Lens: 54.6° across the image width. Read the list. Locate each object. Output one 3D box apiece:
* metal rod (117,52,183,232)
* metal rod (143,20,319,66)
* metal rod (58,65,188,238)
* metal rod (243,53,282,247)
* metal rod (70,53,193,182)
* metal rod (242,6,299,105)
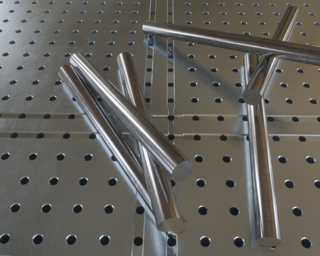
[{"bbox_3d":[-0.024,-0.010,0.396,0.025,0.025,0.300,-10,45,-8],"label":"metal rod"},{"bbox_3d":[0.095,-0.137,0.483,0.300,0.025,0.025,21,52,32],"label":"metal rod"},{"bbox_3d":[-0.063,0.009,0.400,0.025,0.025,0.300,-27,55,-21],"label":"metal rod"},{"bbox_3d":[0.129,0.001,0.407,0.025,0.025,0.300,6,50,5],"label":"metal rod"},{"bbox_3d":[-0.056,-0.034,0.396,0.025,0.025,0.300,-25,42,-20],"label":"metal rod"},{"bbox_3d":[0.187,-0.131,0.498,0.025,0.025,0.301,21,47,17],"label":"metal rod"}]
